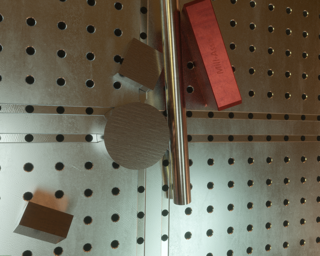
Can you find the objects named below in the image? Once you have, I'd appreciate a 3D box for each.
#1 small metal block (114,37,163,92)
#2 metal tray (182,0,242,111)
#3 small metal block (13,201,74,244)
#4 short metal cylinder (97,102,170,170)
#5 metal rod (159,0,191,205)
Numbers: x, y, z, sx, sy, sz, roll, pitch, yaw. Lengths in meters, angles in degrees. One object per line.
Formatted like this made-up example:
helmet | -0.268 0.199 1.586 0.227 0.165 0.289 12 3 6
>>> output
small metal block | -0.025 -0.081 0.404 0.050 0.025 0.050 25 82 -19
metal tray | 0.062 -0.090 0.399 0.030 0.090 0.129 -19 97 2
small metal block | -0.132 0.108 0.348 0.050 0.050 0.025 25 54 -19
short metal cylinder | -0.034 0.009 0.387 0.081 0.050 0.079 0 90 -20
metal rod | 0.020 -0.045 0.401 0.025 0.025 0.298 -8 100 -20
